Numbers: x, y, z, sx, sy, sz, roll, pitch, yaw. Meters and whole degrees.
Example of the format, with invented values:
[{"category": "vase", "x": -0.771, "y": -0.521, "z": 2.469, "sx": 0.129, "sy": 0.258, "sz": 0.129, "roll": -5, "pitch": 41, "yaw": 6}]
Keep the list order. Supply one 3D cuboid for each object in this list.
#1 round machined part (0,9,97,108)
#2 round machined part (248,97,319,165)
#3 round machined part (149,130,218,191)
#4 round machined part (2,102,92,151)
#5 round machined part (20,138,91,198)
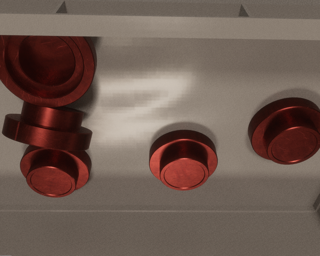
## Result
[{"category": "round machined part", "x": -0.116, "y": -0.074, "z": 0.325, "sx": 0.099, "sy": 0.042, "sz": 0.097, "roll": -2, "pitch": 120, "yaw": -4}, {"category": "round machined part", "x": 0.171, "y": 0.011, "z": 0.410, "sx": 0.099, "sy": 0.042, "sz": 0.097, "roll": -1, "pitch": 130, "yaw": 0}, {"category": "round machined part", "x": 0.033, "y": 0.053, "z": 0.443, "sx": 0.099, "sy": 0.042, "sz": 0.097, "roll": -1, "pitch": 130, "yaw": 0}, {"category": "round machined part", "x": -0.129, "y": -0.006, "z": 0.367, "sx": 0.099, "sy": 0.098, "sz": 0.042, "roll": 13, "pitch": 94, "yaw": -11}, {"category": "round machined part", "x": -0.153, "y": 0.064, "z": 0.451, "sx": 0.099, "sy": 0.042, "sz": 0.097, "roll": -1, "pitch": 130, "yaw": 0}]
